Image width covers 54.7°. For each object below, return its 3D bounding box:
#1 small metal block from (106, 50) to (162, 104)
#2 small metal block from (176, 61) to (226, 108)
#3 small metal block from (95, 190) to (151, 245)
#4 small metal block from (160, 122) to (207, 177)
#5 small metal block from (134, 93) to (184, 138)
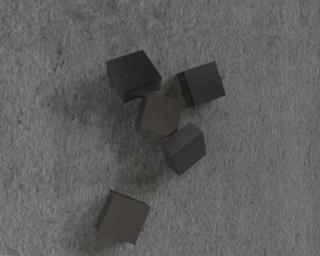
[{"bbox_3d":[-0.033,-0.065,0.385,0.050,0.025,0.050,-23,65,-19],"label":"small metal block"},{"bbox_3d":[0.057,-0.061,0.431,0.050,0.025,0.050,-21,97,-19],"label":"small metal block"},{"bbox_3d":[-0.047,0.113,0.393,0.050,0.025,0.050,26,81,-19],"label":"small metal block"},{"bbox_3d":[0.033,0.028,0.409,0.050,0.025,0.050,-36,141,-17],"label":"small metal block"},{"bbox_3d":[-0.001,-0.017,0.410,0.050,0.025,0.050,15,85,-20],"label":"small metal block"}]
